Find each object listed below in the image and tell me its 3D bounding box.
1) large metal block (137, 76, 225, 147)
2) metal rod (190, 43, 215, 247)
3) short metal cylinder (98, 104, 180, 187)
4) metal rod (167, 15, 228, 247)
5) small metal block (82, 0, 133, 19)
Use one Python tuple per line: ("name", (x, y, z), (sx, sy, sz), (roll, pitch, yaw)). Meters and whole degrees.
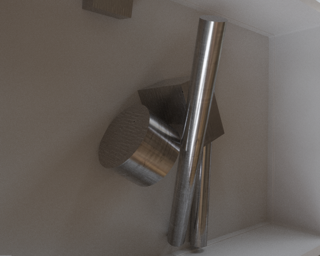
("large metal block", (0.026, -0.021, 0.395), (0.050, 0.080, 0.080), (-28, 108, -37))
("metal rod", (0.066, 0.023, 0.464), (0.025, 0.025, 0.298), (6, 86, -40))
("short metal cylinder", (-0.024, 0.020, 0.353), (0.050, 0.080, 0.080), (37, 67, -34))
("metal rod", (0.035, 0.029, 0.352), (0.025, 0.025, 0.298), (-23, 132, -38))
("small metal block", (-0.058, -0.156, 0.354), (0.050, 0.025, 0.050), (1, 100, -40))
